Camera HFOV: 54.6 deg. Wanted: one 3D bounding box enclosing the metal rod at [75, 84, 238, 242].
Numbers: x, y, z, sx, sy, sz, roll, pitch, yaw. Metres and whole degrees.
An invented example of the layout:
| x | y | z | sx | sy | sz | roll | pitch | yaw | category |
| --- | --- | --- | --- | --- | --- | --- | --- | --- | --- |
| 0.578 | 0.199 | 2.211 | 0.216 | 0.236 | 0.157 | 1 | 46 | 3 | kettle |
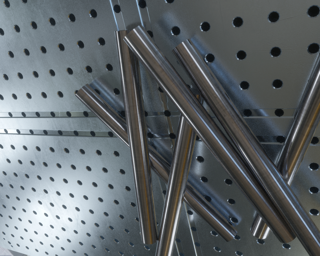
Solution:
| x | y | z | sx | sy | sz | roll | pitch | yaw | category |
| --- | --- | --- | --- | --- | --- | --- | --- | --- | --- |
| -0.003 | 0.051 | 0.445 | 0.300 | 0.025 | 0.025 | 44 | 129 | -3 | metal rod |

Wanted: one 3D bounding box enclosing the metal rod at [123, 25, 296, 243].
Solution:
| x | y | z | sx | sy | sz | roll | pitch | yaw | category |
| --- | --- | --- | --- | --- | --- | --- | --- | --- | --- |
| 0.063 | 0.014 | 0.352 | 0.025 | 0.025 | 0.300 | -32 | 101 | 38 | metal rod |

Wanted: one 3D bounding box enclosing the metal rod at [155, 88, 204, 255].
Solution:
| x | y | z | sx | sy | sz | roll | pitch | yaw | category |
| --- | --- | --- | --- | --- | --- | --- | --- | --- | --- |
| 0.021 | 0.092 | 0.424 | 0.025 | 0.025 | 0.298 | 17 | 115 | 18 | metal rod |

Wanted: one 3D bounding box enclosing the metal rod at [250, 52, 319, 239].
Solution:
| x | y | z | sx | sy | sz | roll | pitch | yaw | category |
| --- | --- | --- | --- | --- | --- | --- | --- | --- | --- |
| 0.150 | 0.019 | 0.343 | 0.025 | 0.025 | 0.298 | 19 | 126 | 17 | metal rod |

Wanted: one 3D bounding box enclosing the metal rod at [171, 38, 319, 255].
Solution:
| x | y | z | sx | sy | sz | roll | pitch | yaw | category |
| --- | --- | --- | --- | --- | --- | --- | --- | --- | --- |
| 0.108 | 0.032 | 0.348 | 0.025 | 0.025 | 0.299 | -33 | 92 | 38 | metal rod |

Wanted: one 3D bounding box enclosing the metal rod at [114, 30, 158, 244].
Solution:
| x | y | z | sx | sy | sz | roll | pitch | yaw | category |
| --- | --- | --- | --- | --- | --- | --- | --- | --- | --- |
| -0.028 | 0.025 | 0.413 | 0.025 | 0.025 | 0.298 | 5 | 112 | 26 | metal rod |
